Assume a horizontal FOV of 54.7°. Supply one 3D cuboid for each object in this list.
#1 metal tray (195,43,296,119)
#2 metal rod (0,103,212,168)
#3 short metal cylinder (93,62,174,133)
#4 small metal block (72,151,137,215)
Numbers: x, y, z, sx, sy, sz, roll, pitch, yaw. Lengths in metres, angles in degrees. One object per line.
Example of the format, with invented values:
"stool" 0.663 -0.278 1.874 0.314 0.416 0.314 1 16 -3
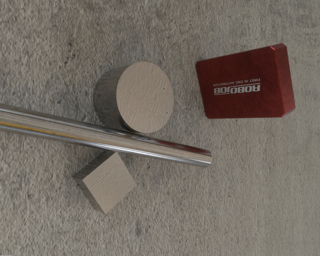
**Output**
"metal tray" 0.115 -0.060 0.435 0.030 0.130 0.089 -22 105 -38
"metal rod" -0.062 0.011 0.334 0.302 0.025 0.025 14 81 -33
"short metal cylinder" -0.030 -0.034 0.365 0.081 0.050 0.079 0 90 -40
"small metal block" -0.062 0.061 0.354 0.050 0.025 0.050 -41 116 -32
